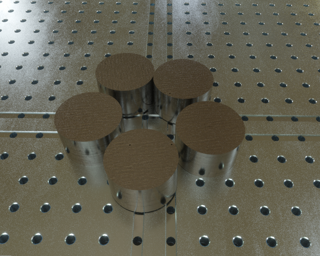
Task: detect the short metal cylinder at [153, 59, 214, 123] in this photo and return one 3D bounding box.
[{"bbox_3d":[0.031,-0.051,0.433,0.081,0.050,0.080,0,50,0],"label":"short metal cylinder"}]

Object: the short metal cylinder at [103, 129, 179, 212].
[{"bbox_3d":[-0.020,0.047,0.350,0.080,0.050,0.080,0,50,1],"label":"short metal cylinder"}]

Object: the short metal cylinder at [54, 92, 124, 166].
[{"bbox_3d":[-0.086,0.000,0.390,0.081,0.050,0.080,0,50,0],"label":"short metal cylinder"}]

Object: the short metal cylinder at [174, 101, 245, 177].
[{"bbox_3d":[0.058,0.013,0.379,0.081,0.050,0.080,0,51,0],"label":"short metal cylinder"}]

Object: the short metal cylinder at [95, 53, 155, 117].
[{"bbox_3d":[-0.048,-0.063,0.443,0.081,0.050,0.080,0,50,0],"label":"short metal cylinder"}]
